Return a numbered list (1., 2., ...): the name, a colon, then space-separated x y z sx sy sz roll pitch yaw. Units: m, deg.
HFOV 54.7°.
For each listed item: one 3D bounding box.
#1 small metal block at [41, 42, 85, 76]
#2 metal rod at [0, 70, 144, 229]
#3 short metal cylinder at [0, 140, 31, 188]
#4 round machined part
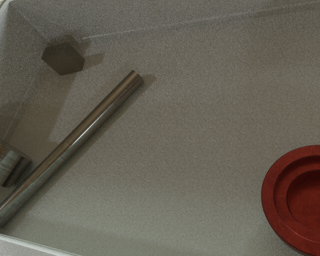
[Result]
1. small metal block: -0.172 -0.122 0.552 0.050 0.050 0.025 -7 59 24
2. metal rod: -0.136 0.029 0.456 0.300 0.025 0.025 -46 52 -5
3. short metal cylinder: -0.245 0.048 0.467 0.080 0.080 0.050 24 75 36
4. round machined part: 0.145 0.068 0.277 0.098 0.042 0.098 -13 56 20
